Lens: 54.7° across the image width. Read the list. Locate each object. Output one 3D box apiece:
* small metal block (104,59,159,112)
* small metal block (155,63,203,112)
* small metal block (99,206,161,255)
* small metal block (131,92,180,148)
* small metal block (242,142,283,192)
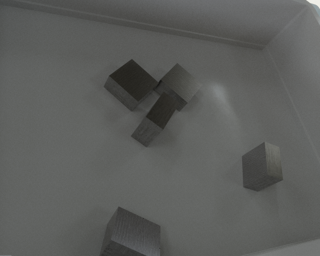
[{"bbox_3d":[-0.038,-0.059,0.420,0.050,0.025,0.050,42,51,0],"label":"small metal block"},{"bbox_3d":[0.027,-0.060,0.457,0.050,0.025,0.050,40,51,-1],"label":"small metal block"},{"bbox_3d":[-0.028,0.112,0.307,0.050,0.025,0.050,28,19,-10],"label":"small metal block"},{"bbox_3d":[-0.006,-0.010,0.392,0.025,0.050,0.050,36,51,-4],"label":"small metal block"},{"bbox_3d":[0.141,0.055,0.432,0.025,0.050,0.050,20,54,-17],"label":"small metal block"}]
